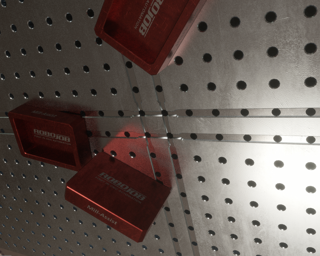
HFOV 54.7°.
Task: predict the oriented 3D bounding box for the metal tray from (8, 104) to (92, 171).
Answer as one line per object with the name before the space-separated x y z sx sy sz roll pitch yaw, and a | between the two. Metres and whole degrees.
metal tray | -0.180 0.016 0.509 0.130 0.030 0.089 11 123 22

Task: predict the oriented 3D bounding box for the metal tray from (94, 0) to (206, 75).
metal tray | -0.008 -0.132 0.328 0.090 0.030 0.129 37 129 3

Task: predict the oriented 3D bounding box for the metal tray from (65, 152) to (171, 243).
metal tray | -0.061 0.097 0.459 0.130 0.090 0.030 27 128 10
